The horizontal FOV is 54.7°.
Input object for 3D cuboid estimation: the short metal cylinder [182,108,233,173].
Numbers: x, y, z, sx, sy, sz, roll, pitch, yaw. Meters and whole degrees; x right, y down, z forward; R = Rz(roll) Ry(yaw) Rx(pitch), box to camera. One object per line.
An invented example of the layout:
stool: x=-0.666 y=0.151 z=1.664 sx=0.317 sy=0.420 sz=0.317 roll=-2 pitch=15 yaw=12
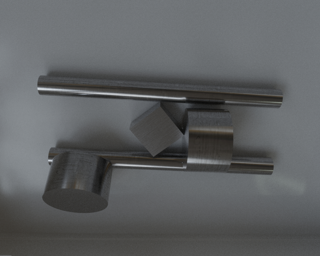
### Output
short metal cylinder: x=0.057 y=0.015 z=0.387 sx=0.050 sy=0.080 sz=0.079 roll=2 pitch=110 yaw=-1

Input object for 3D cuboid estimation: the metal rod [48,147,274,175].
metal rod: x=0.003 y=0.046 z=0.426 sx=0.302 sy=0.025 sz=0.025 roll=3 pitch=110 yaw=-2

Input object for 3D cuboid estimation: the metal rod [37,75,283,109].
metal rod: x=0.002 y=-0.045 z=0.392 sx=0.302 sy=0.025 sz=0.025 roll=3 pitch=110 yaw=-2

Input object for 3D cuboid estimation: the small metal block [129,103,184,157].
small metal block: x=-0.004 y=0.001 z=0.410 sx=0.050 sy=0.025 sz=0.050 roll=-36 pitch=107 yaw=12

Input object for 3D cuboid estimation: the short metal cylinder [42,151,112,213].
short metal cylinder: x=-0.105 y=0.072 z=0.403 sx=0.081 sy=0.050 sz=0.080 roll=1 pitch=144 yaw=1
